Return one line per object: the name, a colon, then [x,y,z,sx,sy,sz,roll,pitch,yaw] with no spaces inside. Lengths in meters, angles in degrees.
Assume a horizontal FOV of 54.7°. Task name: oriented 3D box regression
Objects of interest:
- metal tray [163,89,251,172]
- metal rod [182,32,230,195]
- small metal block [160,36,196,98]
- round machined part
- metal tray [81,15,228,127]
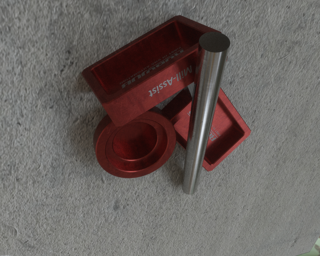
metal tray: [0.066,-0.003,0.441,0.090,0.030,0.130,-44,130,2]
metal rod: [0.046,0.013,0.374,0.025,0.025,0.299,-24,149,-14]
small metal block: [0.029,-0.070,0.360,0.025,0.050,0.050,-35,144,-2]
round machined part: [-0.033,0.011,0.383,0.099,0.042,0.097,-11,125,-15]
metal tray: [-0.009,-0.065,0.322,0.131,0.090,0.030,-33,129,-8]
